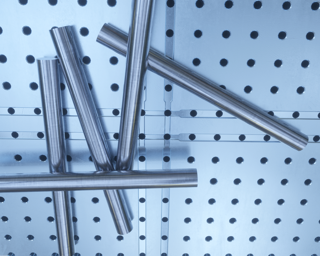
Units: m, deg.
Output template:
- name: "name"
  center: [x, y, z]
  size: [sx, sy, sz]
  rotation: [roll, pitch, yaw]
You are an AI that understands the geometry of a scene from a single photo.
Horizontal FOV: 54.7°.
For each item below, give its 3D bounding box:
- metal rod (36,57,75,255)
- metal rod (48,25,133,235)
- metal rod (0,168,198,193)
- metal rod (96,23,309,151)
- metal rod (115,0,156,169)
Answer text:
- name: "metal rod"
  center: [-0.142, 0.054, 0.431]
  size: [0.025, 0.025, 0.298]
  rotation: [1, 110, -1]
- name: "metal rod"
  center: [-0.086, 0.017, 0.418]
  size: [0.025, 0.025, 0.298]
  rotation: [-12, 110, 4]
- name: "metal rod"
  center: [-0.102, 0.070, 0.409]
  size: [0.302, 0.025, 0.025]
  rotation: [-2, 110, 0]
- name: "metal rod"
  center: [0.062, -0.047, 0.396]
  size: [0.301, 0.025, 0.025]
  rotation: [27, 108, -10]
- name: "metal rod"
  center: [-0.029, -0.066, 0.363]
  size: [0.025, 0.025, 0.298]
  rotation: [8, 119, -3]
